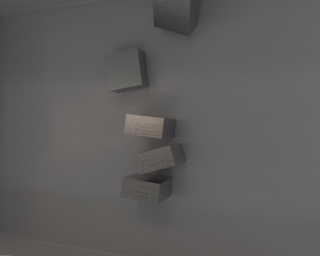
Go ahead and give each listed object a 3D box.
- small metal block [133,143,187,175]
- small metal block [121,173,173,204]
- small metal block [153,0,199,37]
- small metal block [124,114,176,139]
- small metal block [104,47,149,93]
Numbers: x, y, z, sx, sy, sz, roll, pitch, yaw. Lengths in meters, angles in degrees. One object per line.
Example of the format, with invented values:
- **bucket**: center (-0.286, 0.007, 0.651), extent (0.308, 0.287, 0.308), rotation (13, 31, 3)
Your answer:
- **small metal block**: center (0.001, 0.039, 0.397), extent (0.050, 0.050, 0.025), rotation (-17, 85, 19)
- **small metal block**: center (-0.016, 0.077, 0.403), extent (0.050, 0.050, 0.025), rotation (6, 92, 20)
- **small metal block**: center (0.019, -0.149, 0.388), extent (0.050, 0.050, 0.025), rotation (22, 56, 18)
- **small metal block**: center (-0.011, -0.002, 0.401), extent (0.050, 0.050, 0.025), rotation (8, 93, 20)
- **small metal block**: center (-0.046, -0.078, 0.427), extent (0.050, 0.025, 0.050), rotation (-8, 87, 19)
